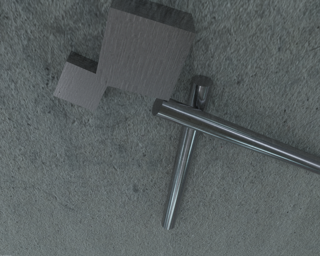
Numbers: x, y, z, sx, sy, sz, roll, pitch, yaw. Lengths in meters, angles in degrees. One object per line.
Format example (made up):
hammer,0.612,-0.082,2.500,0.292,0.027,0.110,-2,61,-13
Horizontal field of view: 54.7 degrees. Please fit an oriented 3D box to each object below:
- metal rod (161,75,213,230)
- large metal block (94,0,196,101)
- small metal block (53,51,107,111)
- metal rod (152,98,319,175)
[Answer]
metal rod,0.032,0.058,0.456,0.025,0.025,0.298,5,130,-5
large metal block,-0.017,-0.083,0.320,0.081,0.050,0.079,13,129,-12
small metal block,-0.089,-0.053,0.360,0.050,0.025,0.050,22,127,-18
metal rod,0.127,0.019,0.404,0.302,0.025,0.025,19,128,-24
